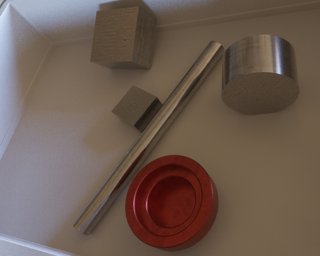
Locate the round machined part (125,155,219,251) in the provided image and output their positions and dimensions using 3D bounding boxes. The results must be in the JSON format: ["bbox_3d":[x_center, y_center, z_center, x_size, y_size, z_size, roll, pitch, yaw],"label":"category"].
[{"bbox_3d":[0.016,0.082,0.335,0.098,0.042,0.098,-13,56,20],"label":"round machined part"}]

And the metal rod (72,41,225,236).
[{"bbox_3d":[-0.009,0.006,0.405,0.025,0.025,0.300,29,77,37],"label":"metal rod"}]

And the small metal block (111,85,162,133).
[{"bbox_3d":[-0.032,-0.027,0.437,0.050,0.025,0.050,31,78,37],"label":"small metal block"}]

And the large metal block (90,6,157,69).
[{"bbox_3d":[-0.057,-0.137,0.483,0.080,0.050,0.080,7,90,31],"label":"large metal block"}]

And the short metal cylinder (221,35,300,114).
[{"bbox_3d":[0.110,-0.057,0.347,0.080,0.080,0.050,-6,59,24],"label":"short metal cylinder"}]
